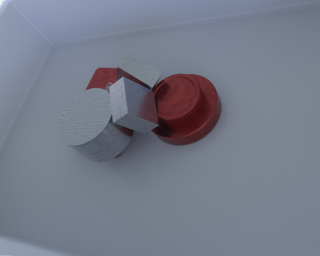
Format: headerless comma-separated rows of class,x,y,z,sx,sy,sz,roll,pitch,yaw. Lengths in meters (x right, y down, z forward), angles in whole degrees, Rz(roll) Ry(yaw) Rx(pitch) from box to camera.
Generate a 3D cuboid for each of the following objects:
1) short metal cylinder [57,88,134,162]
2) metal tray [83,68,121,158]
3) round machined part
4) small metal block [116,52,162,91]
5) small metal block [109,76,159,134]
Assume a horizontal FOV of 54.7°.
short metal cylinder,-0.080,-0.003,0.392,0.080,0.050,0.080,-13,56,20
metal tray,-0.077,-0.027,0.453,0.090,0.030,0.130,8,66,31
round machined part,0.025,-0.031,0.397,0.098,0.042,0.098,-13,56,20
small metal block,-0.029,-0.065,0.409,0.050,0.050,0.025,31,70,0
small metal block,-0.031,-0.026,0.368,0.025,0.050,0.050,-30,56,33
